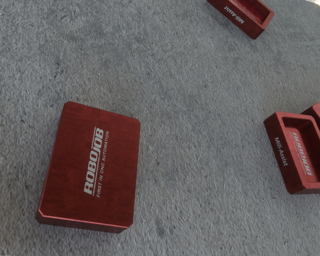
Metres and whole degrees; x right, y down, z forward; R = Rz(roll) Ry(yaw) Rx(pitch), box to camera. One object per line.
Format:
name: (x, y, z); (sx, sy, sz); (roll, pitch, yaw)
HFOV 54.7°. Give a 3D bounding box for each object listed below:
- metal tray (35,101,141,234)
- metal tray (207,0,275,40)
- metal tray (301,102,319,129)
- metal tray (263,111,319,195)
metal tray: (-0.072, 0.041, 0.337); (0.091, 0.030, 0.130); (15, 56, -20)
metal tray: (0.170, -0.253, 0.645); (0.130, 0.030, 0.090); (39, 51, -2)
metal tray: (0.329, 0.009, 0.571); (0.091, 0.030, 0.130); (-21, 73, -36)
metal tray: (0.228, 0.039, 0.498); (0.091, 0.030, 0.130); (5, 60, -26)
